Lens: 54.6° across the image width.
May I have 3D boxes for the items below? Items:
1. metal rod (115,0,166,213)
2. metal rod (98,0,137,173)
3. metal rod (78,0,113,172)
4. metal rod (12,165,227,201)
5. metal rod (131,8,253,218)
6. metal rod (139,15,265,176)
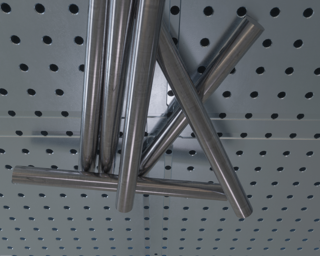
[{"bbox_3d":[-0.027,-0.013,0.349,0.025,0.025,0.298,7,124,-6],"label":"metal rod"},{"bbox_3d":[-0.054,-0.042,0.362,0.025,0.025,0.298,8,134,-7],"label":"metal rod"},{"bbox_3d":[-0.080,-0.043,0.374,0.025,0.025,0.298,9,130,-8],"label":"metal rod"},{"bbox_3d":[-0.051,0.080,0.444,0.302,0.025,0.025,6,130,-6],"label":"metal rod"},{"bbox_3d":[0.049,-0.004,0.368,0.025,0.025,0.299,-22,115,17],"label":"metal rod"},{"bbox_3d":[0.024,-0.009,0.403,0.025,0.025,0.298,23,126,-19],"label":"metal rod"}]
